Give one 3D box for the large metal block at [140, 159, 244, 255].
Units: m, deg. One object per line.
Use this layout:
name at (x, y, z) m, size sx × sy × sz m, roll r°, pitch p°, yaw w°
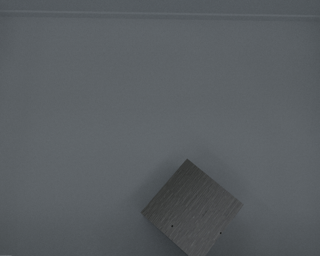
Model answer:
large metal block at (0.036, 0.096, 0.362) m, size 0.080 × 0.050 × 0.080 m, roll 39°, pitch 74°, yaw 12°
